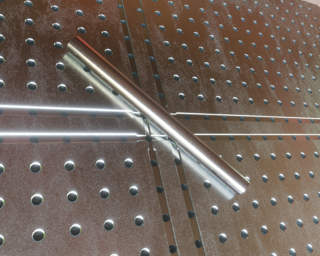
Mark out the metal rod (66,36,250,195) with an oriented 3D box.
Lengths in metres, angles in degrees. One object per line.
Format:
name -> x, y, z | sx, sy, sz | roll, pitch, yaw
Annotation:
metal rod -> -0.002, -0.016, 0.417 | 0.300, 0.025, 0.025 | 40, 51, -1
